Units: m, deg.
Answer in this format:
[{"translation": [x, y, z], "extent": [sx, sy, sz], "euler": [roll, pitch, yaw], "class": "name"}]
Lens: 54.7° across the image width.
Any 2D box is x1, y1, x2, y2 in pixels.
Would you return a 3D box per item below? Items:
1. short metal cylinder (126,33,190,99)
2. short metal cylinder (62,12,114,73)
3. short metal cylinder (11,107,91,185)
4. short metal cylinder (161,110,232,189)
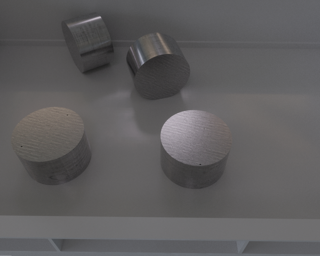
[{"translation": [-0.003, -0.087, 0.442], "extent": [0.081, 0.080, 0.050], "euler": [-12, 51, -10], "class": "short metal cylinder"}, {"translation": [-0.112, -0.132, 0.480], "extent": [0.050, 0.080, 0.080], "euler": [-25, 54, -19], "class": "short metal cylinder"}, {"translation": [-0.127, 0.021, 0.370], "extent": [0.080, 0.050, 0.080], "euler": [0, 50, 0], "class": "short metal cylinder"}, {"translation": [0.041, 0.025, 0.368], "extent": [0.081, 0.050, 0.080], "euler": [0, 50, 0], "class": "short metal cylinder"}]
